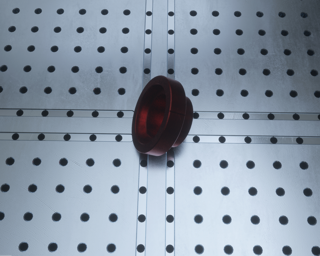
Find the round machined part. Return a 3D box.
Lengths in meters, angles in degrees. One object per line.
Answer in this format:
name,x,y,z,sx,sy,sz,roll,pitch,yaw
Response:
round machined part,0.005,-0.013,0.388,0.042,0.098,0.098,15,67,-28
